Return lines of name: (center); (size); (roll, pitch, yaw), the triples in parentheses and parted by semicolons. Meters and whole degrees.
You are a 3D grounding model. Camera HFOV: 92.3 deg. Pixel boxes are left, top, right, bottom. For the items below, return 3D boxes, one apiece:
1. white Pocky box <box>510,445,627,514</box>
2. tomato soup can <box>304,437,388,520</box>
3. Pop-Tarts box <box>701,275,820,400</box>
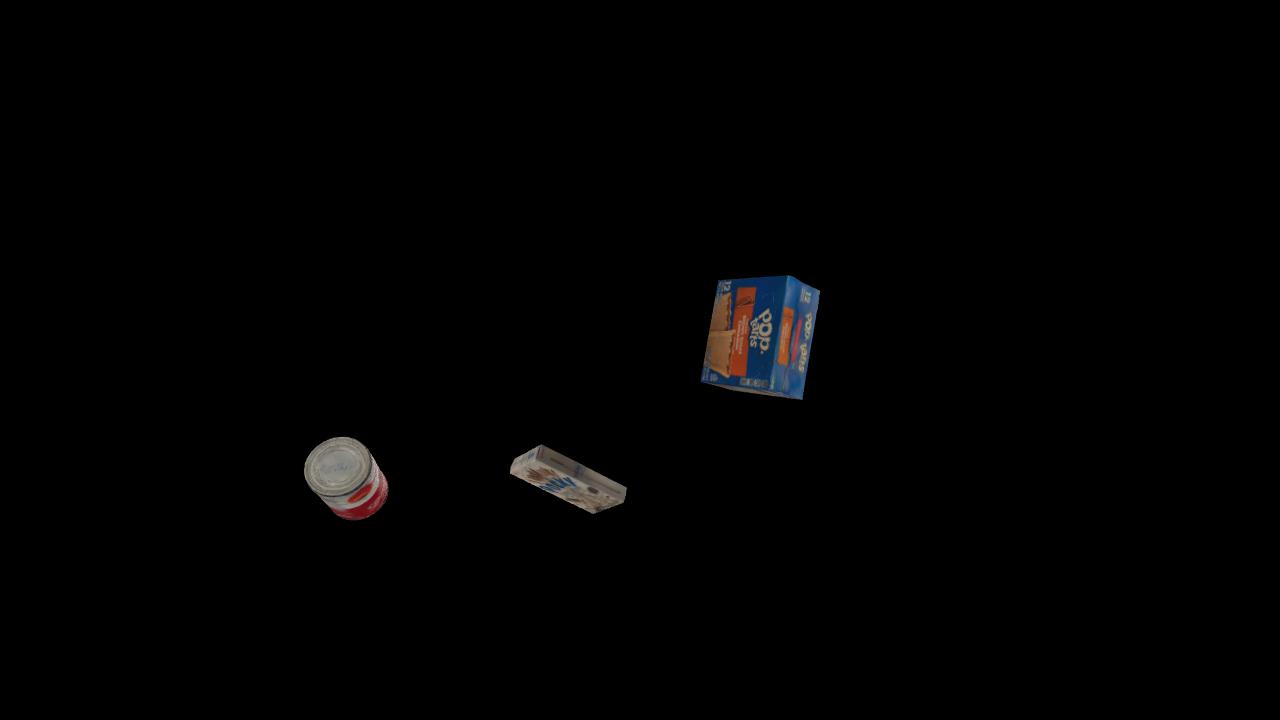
white Pocky box: (-0.103, 0.176, 0.896); (0.154, 0.028, 0.084); (32, -39, -24)
tomato soup can: (-0.325, 0.133, 0.685); (0.068, 0.068, 0.101); (0, -28, -11)
Pop-Tarts box: (0.180, -0.034, 0.933); (0.083, 0.167, 0.141); (13, -5, -38)
